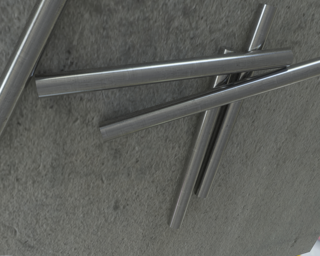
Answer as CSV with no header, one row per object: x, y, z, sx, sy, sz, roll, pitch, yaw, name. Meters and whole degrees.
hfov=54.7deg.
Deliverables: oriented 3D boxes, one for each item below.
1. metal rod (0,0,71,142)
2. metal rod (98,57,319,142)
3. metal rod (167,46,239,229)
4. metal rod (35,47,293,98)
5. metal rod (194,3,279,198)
-0.109,-0.097,0.287,0.025,0.025,0.299,22,106,-37,metal rod
0.072,-0.039,0.393,0.302,0.025,0.025,-17,126,-8,metal rod
0.057,0.030,0.458,0.025,0.025,0.298,-1,119,-29,metal rod
0.019,-0.067,0.355,0.302,0.025,0.025,-10,123,-16,metal rod
0.102,-0.023,0.450,0.025,0.025,0.298,0,119,-29,metal rod
